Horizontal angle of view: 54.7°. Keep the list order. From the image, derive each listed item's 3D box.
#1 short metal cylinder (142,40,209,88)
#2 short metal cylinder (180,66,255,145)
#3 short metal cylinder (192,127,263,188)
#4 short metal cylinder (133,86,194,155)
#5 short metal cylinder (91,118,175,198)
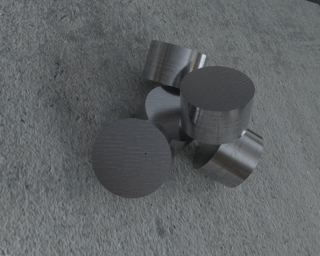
[{"bbox_3d":[0.020,-0.083,0.423,0.081,0.080,0.050,13,100,-21],"label":"short metal cylinder"},{"bbox_3d":[0.063,-0.027,0.354,0.080,0.050,0.080,-2,45,2],"label":"short metal cylinder"},{"bbox_3d":[0.085,0.029,0.397,0.050,0.080,0.080,31,52,-9],"label":"short metal cylinder"},{"bbox_3d":[0.009,-0.007,0.398,0.081,0.050,0.080,14,55,-21],"label":"short metal cylinder"},{"bbox_3d":[-0.026,0.029,0.331,0.080,0.050,0.079,0,92,6],"label":"short metal cylinder"}]
